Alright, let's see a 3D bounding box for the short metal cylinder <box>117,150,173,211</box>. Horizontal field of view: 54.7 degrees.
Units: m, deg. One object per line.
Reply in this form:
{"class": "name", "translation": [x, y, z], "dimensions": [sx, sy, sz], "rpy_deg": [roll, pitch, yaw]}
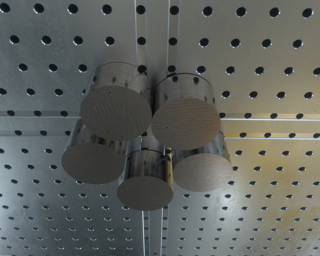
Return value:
{"class": "short metal cylinder", "translation": [-0.021, 0.079, 0.461], "dimensions": [0.081, 0.050, 0.079], "rpy_deg": [0, 130, 0]}

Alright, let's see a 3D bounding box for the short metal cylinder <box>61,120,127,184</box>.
{"class": "short metal cylinder", "translation": [-0.087, 0.032, 0.421], "dimensions": [0.081, 0.050, 0.079], "rpy_deg": [0, 131, 0]}

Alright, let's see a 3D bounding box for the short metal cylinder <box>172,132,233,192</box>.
{"class": "short metal cylinder", "translation": [0.057, 0.045, 0.433], "dimensions": [0.081, 0.050, 0.079], "rpy_deg": [0, 132, 0]}

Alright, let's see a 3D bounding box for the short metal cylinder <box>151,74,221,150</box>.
{"class": "short metal cylinder", "translation": [0.030, -0.019, 0.378], "dimensions": [0.081, 0.050, 0.079], "rpy_deg": [0, 131, 0]}

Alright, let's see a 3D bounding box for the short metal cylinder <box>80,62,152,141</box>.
{"class": "short metal cylinder", "translation": [-0.049, -0.030, 0.368], "dimensions": [0.081, 0.050, 0.079], "rpy_deg": [-1, 130, 0]}
